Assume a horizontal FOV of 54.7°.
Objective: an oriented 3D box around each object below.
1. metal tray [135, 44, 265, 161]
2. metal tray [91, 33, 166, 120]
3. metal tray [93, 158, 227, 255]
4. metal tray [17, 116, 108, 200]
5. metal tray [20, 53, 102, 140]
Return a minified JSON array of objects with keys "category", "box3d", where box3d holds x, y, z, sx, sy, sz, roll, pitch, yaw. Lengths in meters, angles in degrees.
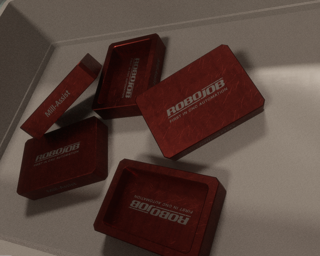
[{"category":"metal tray","box3d":[0.046,-0.029,0.376,0.130,0.030,0.090,-31,72,8]},{"category":"metal tray","box3d":[-0.046,-0.079,0.473,0.090,0.030,0.130,-5,59,25]},{"category":"metal tray","box3d":[-0.002,0.090,0.346,0.130,0.030,0.090,8,65,31]},{"category":"metal tray","box3d":[-0.139,0.044,0.446,0.130,0.030,0.090,-18,55,17]},{"category":"metal tray","box3d":[-0.144,-0.050,0.464,0.130,0.030,0.090,-44,19,11]}]
